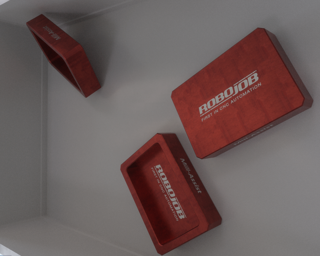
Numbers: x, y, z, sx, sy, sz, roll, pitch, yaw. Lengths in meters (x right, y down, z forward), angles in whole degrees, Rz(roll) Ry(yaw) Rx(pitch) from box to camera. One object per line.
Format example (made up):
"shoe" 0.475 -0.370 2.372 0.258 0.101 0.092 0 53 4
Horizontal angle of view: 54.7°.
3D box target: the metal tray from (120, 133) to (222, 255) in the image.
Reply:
"metal tray" 0.009 0.082 0.396 0.090 0.030 0.130 -42 65 32

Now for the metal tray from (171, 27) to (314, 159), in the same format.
"metal tray" 0.081 -0.032 0.337 0.130 0.030 0.090 -34 69 34

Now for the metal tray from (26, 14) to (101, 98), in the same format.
"metal tray" -0.153 -0.115 0.494 0.030 0.090 0.130 -39 56 -16
